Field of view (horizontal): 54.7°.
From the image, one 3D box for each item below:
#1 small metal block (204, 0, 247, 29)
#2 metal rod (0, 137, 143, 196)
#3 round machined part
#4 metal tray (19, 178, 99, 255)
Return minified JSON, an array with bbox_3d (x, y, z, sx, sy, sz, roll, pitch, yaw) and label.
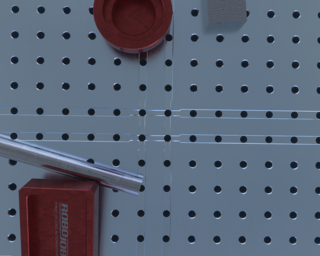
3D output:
[{"bbox_3d":[0.086,-0.163,0.414,0.050,0.025,0.050,-4,90,-1],"label":"small metal block"},{"bbox_3d":[-0.171,0.036,0.411,0.302,0.025,0.025,16,90,-1],"label":"metal rod"},{"bbox_3d":[-0.034,-0.146,0.404,0.099,0.042,0.097,0,90,-1],"label":"round machined part"},{"bbox_3d":[-0.127,0.133,0.396,0.091,0.030,0.129,3,101,-1],"label":"metal tray"}]
